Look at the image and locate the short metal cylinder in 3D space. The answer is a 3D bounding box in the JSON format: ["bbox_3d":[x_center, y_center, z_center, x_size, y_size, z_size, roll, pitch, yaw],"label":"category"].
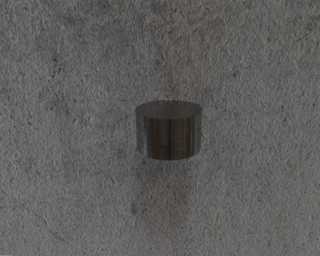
[{"bbox_3d":[0.011,0.000,0.382,0.081,0.080,0.050,-1,110,0],"label":"short metal cylinder"}]
